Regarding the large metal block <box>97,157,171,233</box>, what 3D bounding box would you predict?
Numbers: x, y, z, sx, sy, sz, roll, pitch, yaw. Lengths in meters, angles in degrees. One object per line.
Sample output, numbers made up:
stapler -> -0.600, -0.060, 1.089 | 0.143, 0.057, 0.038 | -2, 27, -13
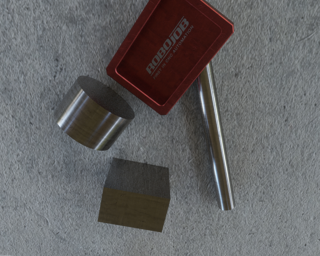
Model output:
large metal block -> -0.032, 0.086, 0.412 | 0.081, 0.080, 0.050 | 11, 110, -4

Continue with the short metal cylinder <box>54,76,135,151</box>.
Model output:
short metal cylinder -> -0.078, -0.018, 0.373 | 0.080, 0.080, 0.050 | 36, 106, -13

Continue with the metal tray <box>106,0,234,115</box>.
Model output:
metal tray -> 0.009, -0.090, 0.354 | 0.090, 0.030, 0.129 | 37, 116, -4

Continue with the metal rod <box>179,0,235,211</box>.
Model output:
metal rod -> 0.064, -0.024, 0.401 | 0.025, 0.025, 0.298 | -12, 110, 4
